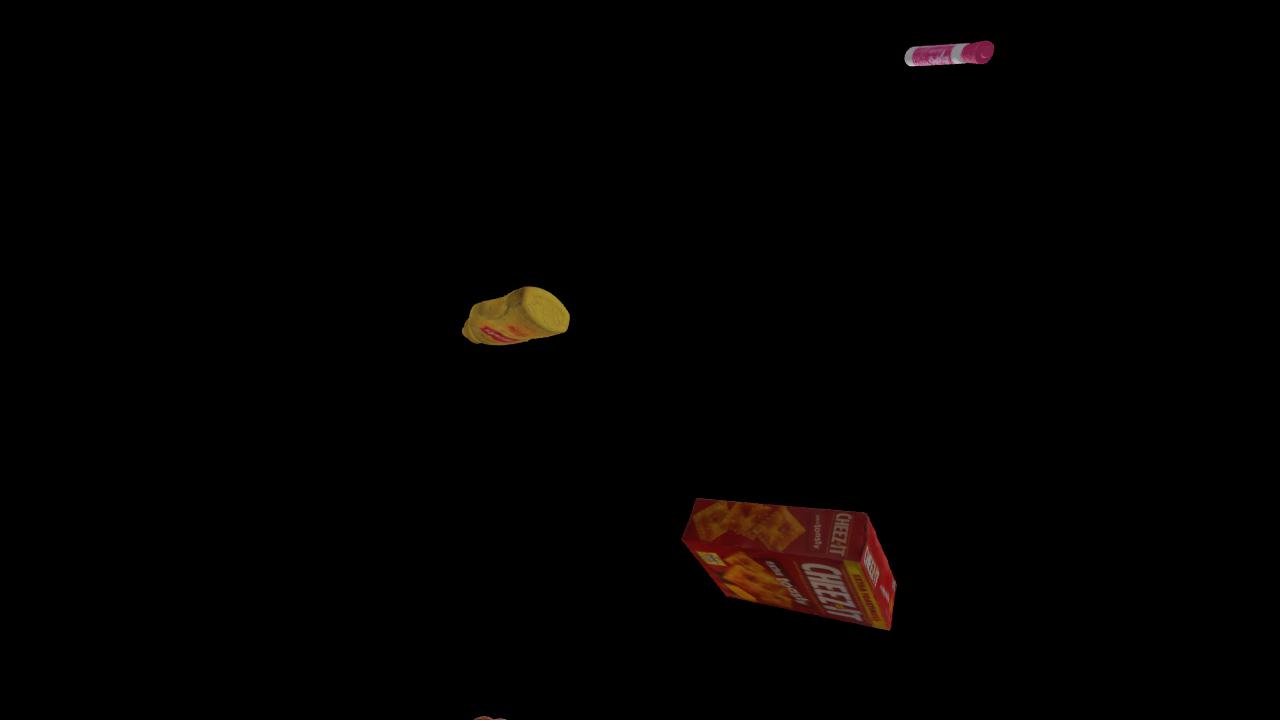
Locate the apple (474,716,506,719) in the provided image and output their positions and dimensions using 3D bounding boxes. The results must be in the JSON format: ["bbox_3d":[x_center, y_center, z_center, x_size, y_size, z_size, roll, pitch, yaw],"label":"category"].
[{"bbox_3d":[-0.113,0.307,0.435,0.079,0.093,0.079,11,-23,5],"label":"apple"}]

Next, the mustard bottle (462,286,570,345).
[{"bbox_3d":[-0.195,-0.055,0.886,0.184,0.054,0.092,-10,-24,37],"label":"mustard bottle"}]

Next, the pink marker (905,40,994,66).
[{"bbox_3d":[0.296,-0.294,0.592,0.020,0.020,0.121,0,24,-10],"label":"pink marker"}]

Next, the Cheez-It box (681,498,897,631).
[{"bbox_3d":[0.186,0.250,0.765,0.223,0.071,0.166,-3,-44,34],"label":"Cheez-It box"}]
